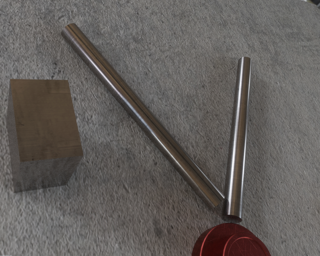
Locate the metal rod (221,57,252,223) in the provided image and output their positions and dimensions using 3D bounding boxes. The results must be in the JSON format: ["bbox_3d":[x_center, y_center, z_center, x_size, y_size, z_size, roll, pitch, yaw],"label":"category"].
[{"bbox_3d":[0.122,-0.003,0.473,0.025,0.025,0.300,26,52,-13],"label":"metal rod"}]

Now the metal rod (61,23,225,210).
[{"bbox_3d":[-0.026,-0.019,0.402,0.300,0.025,0.025,49,51,6],"label":"metal rod"}]

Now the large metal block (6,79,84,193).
[{"bbox_3d":[-0.116,0.009,0.301,0.050,0.080,0.080,-4,64,-30],"label":"large metal block"}]

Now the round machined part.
[{"bbox_3d":[0.088,0.156,0.347,0.099,0.042,0.098,14,56,-21],"label":"round machined part"}]
